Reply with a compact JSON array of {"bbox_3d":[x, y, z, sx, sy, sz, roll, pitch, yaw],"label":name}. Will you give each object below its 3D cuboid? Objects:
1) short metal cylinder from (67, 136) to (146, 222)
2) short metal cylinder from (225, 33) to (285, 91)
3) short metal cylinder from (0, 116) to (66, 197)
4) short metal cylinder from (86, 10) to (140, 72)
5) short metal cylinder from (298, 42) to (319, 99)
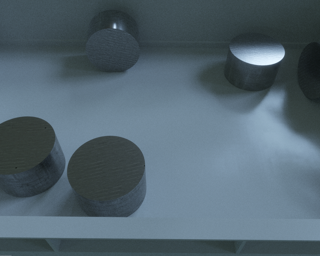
[{"bbox_3d":[-0.056,0.055,0.342,0.081,0.050,0.080,0,50,0],"label":"short metal cylinder"},{"bbox_3d":[0.143,-0.102,0.477,0.081,0.050,0.080,0,50,0],"label":"short metal cylinder"},{"bbox_3d":[-0.156,0.033,0.359,0.081,0.050,0.080,0,50,0],"label":"short metal cylinder"},{"bbox_3d":[-0.072,-0.134,0.481,0.081,0.080,0.050,-3,50,-3],"label":"short metal cylinder"},{"bbox_3d":[0.242,-0.083,0.442,0.050,0.080,0.080,-5,50,-4],"label":"short metal cylinder"}]
